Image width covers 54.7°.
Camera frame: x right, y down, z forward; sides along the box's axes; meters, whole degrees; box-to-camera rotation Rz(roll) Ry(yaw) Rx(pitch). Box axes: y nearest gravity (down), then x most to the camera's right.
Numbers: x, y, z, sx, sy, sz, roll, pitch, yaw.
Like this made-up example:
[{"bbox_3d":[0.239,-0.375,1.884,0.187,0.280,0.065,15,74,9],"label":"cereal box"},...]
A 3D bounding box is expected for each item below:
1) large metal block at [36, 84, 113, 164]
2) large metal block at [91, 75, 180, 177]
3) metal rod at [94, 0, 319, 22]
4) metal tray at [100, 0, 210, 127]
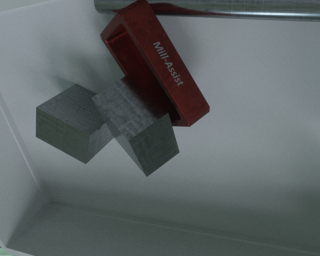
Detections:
[{"bbox_3d":[-0.108,-0.009,0.423,0.080,0.080,0.050,26,128,11],"label":"large metal block"},{"bbox_3d":[-0.027,-0.002,0.365,0.080,0.050,0.080,45,164,34],"label":"large metal block"},{"bbox_3d":[0.069,-0.118,0.298,0.301,0.025,0.025,11,123,22],"label":"metal rod"},{"bbox_3d":[-0.009,-0.063,0.340,0.130,0.030,0.090,57,162,-13],"label":"metal tray"}]
